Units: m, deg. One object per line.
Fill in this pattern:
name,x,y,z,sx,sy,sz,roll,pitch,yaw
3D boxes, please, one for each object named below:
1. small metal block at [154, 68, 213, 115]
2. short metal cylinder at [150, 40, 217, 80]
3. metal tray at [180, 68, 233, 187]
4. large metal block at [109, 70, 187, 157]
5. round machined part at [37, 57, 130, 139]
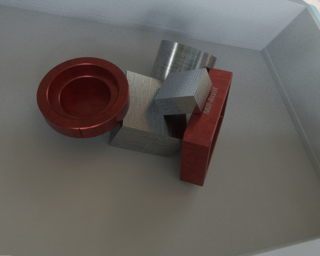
small metal block,0.028,-0.042,0.364,0.025,0.050,0.050,61,41,-36
short metal cylinder,0.032,-0.085,0.431,0.081,0.080,0.050,15,100,-20
metal tray,0.060,-0.003,0.396,0.030,0.089,0.130,15,50,13
large metal block,-0.014,-0.016,0.391,0.081,0.050,0.080,14,56,-21
round machined part,-0.083,-0.030,0.352,0.099,0.042,0.098,1,59,-2
